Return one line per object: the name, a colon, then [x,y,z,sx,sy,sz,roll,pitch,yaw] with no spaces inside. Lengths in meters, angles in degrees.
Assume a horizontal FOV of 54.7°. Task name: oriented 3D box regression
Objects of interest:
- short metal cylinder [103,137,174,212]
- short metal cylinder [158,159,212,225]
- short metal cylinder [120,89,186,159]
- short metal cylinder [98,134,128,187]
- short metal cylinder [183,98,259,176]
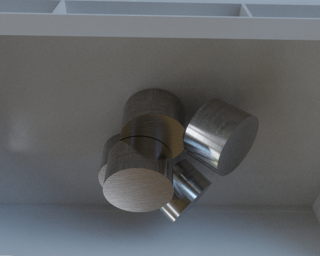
short metal cylinder: [-0.024,0.056,0.371,0.081,0.050,0.079,0,130,0]
short metal cylinder: [0.028,0.090,0.439,0.050,0.081,0.079,43,128,17]
short metal cylinder: [-0.008,-0.002,0.389,0.081,0.050,0.079,0,130,0]
short metal cylinder: [-0.042,0.053,0.436,0.081,0.050,0.079,0,130,0]
short metal cylinder: [0.074,0.011,0.374,0.081,0.050,0.079,-32,139,-33]
